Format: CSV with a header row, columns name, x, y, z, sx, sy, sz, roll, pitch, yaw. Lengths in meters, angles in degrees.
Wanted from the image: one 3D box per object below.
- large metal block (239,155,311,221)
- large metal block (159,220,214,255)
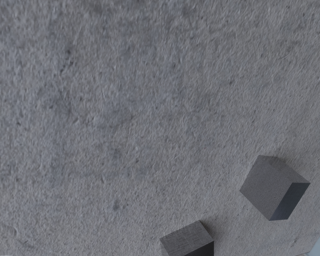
name,x,y,z,sx,sy,sz,roll,pitch,yaw
large metal block,0.200,0.105,0.549,0.050,0.080,0.079,8,115,-32
large metal block,0.050,0.227,0.561,0.081,0.050,0.079,-19,126,-18
